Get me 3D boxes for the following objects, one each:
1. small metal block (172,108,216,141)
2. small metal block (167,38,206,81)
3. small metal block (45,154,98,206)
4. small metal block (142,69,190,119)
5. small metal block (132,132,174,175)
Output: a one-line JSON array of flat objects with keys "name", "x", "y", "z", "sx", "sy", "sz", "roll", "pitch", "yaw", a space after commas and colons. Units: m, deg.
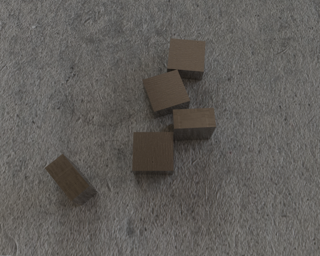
[{"name": "small metal block", "x": 0.041, "y": -0.004, "z": 0.396, "sx": 0.050, "sy": 0.050, "sz": 0.025, "roll": -3, "pitch": 70, "yaw": -1}, {"name": "small metal block", "x": 0.037, "y": -0.098, "z": 0.444, "sx": 0.050, "sy": 0.025, "sz": 0.050, "roll": 5, "pitch": 70, "yaw": 2}, {"name": "small metal block", "x": -0.104, "y": 0.063, "z": 0.371, "sx": 0.025, "sy": 0.050, "sz": 0.050, "roll": -41, "pitch": 75, "yaw": -13}, {"name": "small metal block", "x": 0.008, "y": -0.046, "z": 0.425, "sx": 0.050, "sy": 0.025, "sz": 0.050, "roll": -18, "pitch": 71, "yaw": -7}, {"name": "small metal block", "x": -0.008, "y": 0.033, "z": 0.396, "sx": 0.050, "sy": 0.025, "sz": 0.050, "roll": 0, "pitch": 70, "yaw": 0}]
